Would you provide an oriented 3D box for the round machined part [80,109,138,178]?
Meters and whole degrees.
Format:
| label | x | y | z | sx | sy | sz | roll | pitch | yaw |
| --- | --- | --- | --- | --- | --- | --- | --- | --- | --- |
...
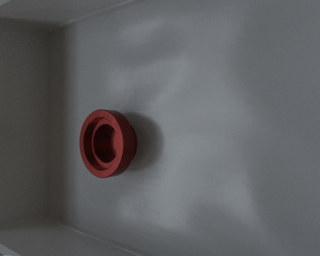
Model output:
| label | x | y | z | sx | sy | sz | roll | pitch | yaw |
| --- | --- | --- | --- | --- | --- | --- | --- | --- | --- |
| round machined part | -0.072 | 0.022 | 0.456 | 0.098 | 0.042 | 0.097 | 0 | 90 | 40 |
